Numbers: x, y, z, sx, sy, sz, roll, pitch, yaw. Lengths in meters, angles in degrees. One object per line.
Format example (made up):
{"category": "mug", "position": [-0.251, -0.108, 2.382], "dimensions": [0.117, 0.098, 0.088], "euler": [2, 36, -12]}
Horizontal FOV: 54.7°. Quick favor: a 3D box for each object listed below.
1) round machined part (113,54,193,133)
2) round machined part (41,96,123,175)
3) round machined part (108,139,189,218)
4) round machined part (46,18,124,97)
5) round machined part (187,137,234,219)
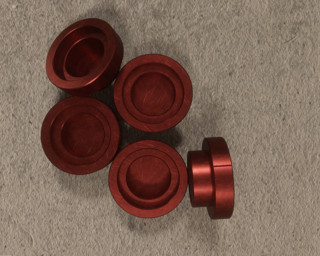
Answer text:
{"category": "round machined part", "position": [-0.009, -0.043, 0.401], "dimensions": [0.099, 0.042, 0.097], "euler": [0, 90, -1]}
{"category": "round machined part", "position": [-0.096, 0.009, 0.397], "dimensions": [0.099, 0.042, 0.097], "euler": [0, 88, 4]}
{"category": "round machined part", "position": [-0.014, 0.063, 0.401], "dimensions": [0.099, 0.042, 0.097], "euler": [0, 90, -1]}
{"category": "round machined part", "position": [-0.089, -0.083, 0.387], "dimensions": [0.098, 0.042, 0.098], "euler": [-8, 68, 20]}
{"category": "round machined part", "position": [0.057, 0.060, 0.374], "dimensions": [0.042, 0.098, 0.097], "euler": [-4, 90, 0]}
